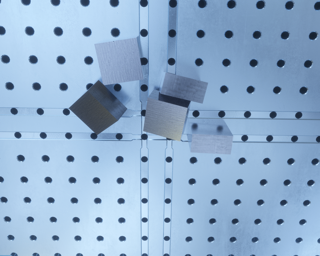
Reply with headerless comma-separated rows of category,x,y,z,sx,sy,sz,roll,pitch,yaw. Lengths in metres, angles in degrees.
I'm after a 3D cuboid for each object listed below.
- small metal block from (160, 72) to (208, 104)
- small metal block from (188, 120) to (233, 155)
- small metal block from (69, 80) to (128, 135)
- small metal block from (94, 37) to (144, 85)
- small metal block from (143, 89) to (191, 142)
small metal block,0.027,-0.050,0.380,0.050,0.050,0.025,13,100,-5
small metal block,0.064,0.011,0.405,0.050,0.050,0.025,3,110,-1
small metal block,-0.079,-0.025,0.392,0.050,0.025,0.050,46,134,-15
small metal block,-0.048,-0.083,0.382,0.050,0.025,0.050,-8,110,3
small metal block,0.009,-0.016,0.396,0.050,0.025,0.050,16,123,9
